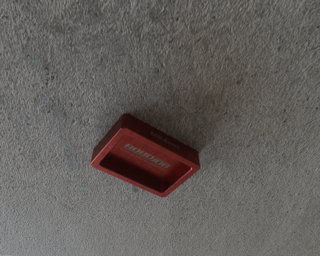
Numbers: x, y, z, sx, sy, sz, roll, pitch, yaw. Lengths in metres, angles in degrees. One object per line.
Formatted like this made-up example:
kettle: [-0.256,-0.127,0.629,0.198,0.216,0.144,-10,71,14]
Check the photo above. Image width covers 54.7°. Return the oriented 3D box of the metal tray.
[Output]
metal tray: [-0.020,0.044,0.443,0.131,0.030,0.090,29,124,-23]
